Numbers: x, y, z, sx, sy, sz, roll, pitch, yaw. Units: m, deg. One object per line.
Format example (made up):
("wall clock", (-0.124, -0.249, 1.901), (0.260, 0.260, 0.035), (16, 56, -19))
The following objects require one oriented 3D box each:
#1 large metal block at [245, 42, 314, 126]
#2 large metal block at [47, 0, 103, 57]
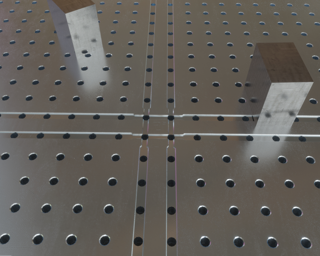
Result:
("large metal block", (0.156, -0.059, 0.423), (0.050, 0.080, 0.080), (-1, 50, -1))
("large metal block", (-0.144, -0.181, 0.524), (0.050, 0.080, 0.080), (-29, 56, -22))
